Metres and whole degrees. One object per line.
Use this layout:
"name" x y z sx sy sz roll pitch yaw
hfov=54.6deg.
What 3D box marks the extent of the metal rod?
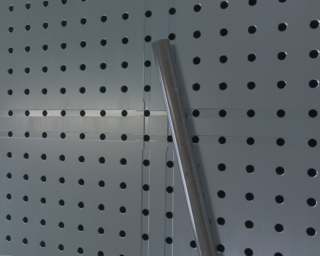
"metal rod" 0.033 0.032 0.401 0.025 0.025 0.299 -14 85 19
